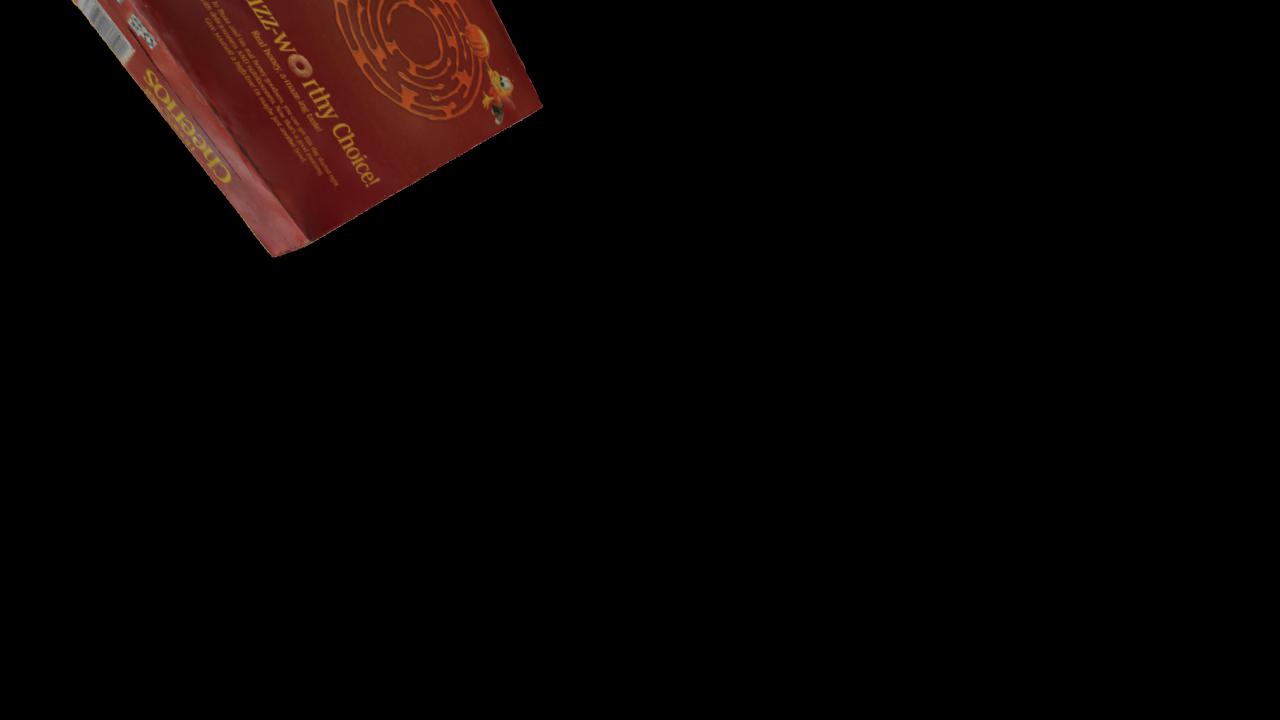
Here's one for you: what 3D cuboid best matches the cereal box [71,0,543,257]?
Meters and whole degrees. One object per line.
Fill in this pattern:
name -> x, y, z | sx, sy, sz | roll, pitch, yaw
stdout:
cereal box -> -0.236, -0.251, 0.520 | 0.081, 0.203, 0.306 | -5, 35, 38
